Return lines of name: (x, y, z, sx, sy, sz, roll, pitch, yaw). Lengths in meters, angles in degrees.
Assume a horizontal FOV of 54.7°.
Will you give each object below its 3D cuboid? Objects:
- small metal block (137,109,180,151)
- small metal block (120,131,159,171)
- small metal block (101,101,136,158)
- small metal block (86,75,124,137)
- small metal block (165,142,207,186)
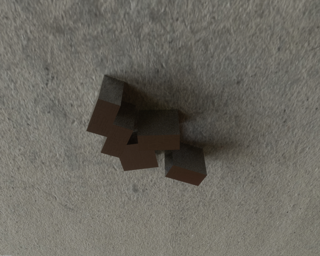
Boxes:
small metal block: (-0.001, 0.002, 0.392, 0.050, 0.050, 0.025, -2, 130, 1)
small metal block: (-0.031, 0.032, 0.434, 0.050, 0.025, 0.050, -8, 130, 6)
small metal block: (-0.052, 0.001, 0.391, 0.025, 0.050, 0.050, 18, 128, -15)
small metal block: (-0.064, -0.026, 0.367, 0.025, 0.050, 0.050, 18, 128, -15)
small metal block: (0.035, 0.048, 0.432, 0.050, 0.050, 0.025, 18, 128, -15)
